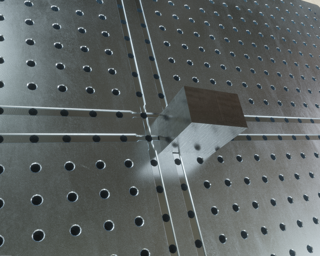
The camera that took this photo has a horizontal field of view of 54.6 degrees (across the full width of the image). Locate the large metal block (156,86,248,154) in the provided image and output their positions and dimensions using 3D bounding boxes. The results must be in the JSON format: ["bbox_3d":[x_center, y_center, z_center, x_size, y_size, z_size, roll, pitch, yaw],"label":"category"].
[{"bbox_3d":[0.051,-0.006,0.404,0.081,0.080,0.050,5,60,-26],"label":"large metal block"}]
